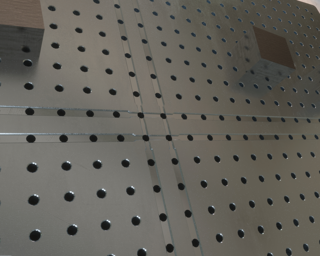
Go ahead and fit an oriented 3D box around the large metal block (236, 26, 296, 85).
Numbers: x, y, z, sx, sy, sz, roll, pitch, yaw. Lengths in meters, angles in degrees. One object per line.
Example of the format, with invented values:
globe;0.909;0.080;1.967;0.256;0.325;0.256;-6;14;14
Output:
large metal block;0.198;-0.136;0.584;0.081;0.050;0.080;11;57;-23

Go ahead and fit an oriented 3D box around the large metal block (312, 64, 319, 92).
large metal block;0.380;-0.109;0.648;0.050;0.080;0.080;14;56;-21

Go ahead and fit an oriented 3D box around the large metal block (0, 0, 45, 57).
large metal block;-0.190;-0.136;0.373;0.081;0.050;0.080;-3;63;-30
